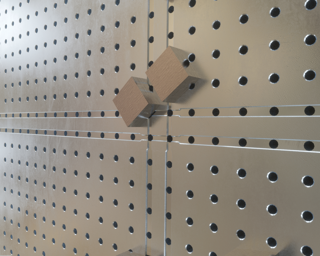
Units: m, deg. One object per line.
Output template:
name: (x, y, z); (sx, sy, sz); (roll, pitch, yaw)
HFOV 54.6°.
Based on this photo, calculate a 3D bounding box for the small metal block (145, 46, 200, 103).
small metal block: (0.015, -0.068, 0.398); (0.050, 0.025, 0.050); (-43, 64, 31)

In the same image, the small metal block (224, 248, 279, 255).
small metal block: (0.091, 0.146, 0.319); (0.050, 0.050, 0.025); (-12, 82, 39)

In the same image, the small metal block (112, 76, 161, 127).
small metal block: (-0.034, -0.036, 0.439); (0.050, 0.025, 0.050); (-46, 63, 30)

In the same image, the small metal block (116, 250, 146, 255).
small metal block: (-0.036, 0.208, 0.440); (0.050, 0.025, 0.050); (-2, 89, 40)
